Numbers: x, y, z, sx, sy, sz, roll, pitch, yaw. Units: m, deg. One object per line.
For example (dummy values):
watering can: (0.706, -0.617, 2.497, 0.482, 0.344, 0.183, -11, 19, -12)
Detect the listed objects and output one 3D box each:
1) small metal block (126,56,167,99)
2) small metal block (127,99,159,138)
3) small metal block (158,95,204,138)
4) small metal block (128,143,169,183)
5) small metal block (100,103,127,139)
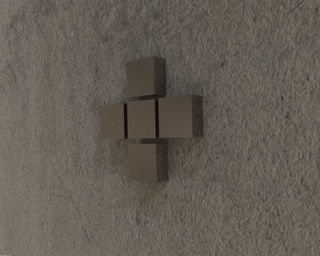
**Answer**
small metal block: (-0.019, -0.067, 0.420, 0.050, 0.025, 0.050, -2, 89, 39)
small metal block: (-0.017, -0.011, 0.419, 0.050, 0.025, 0.050, -2, 89, 39)
small metal block: (0.026, -0.013, 0.384, 0.050, 0.025, 0.050, -2, 89, 39)
small metal block: (-0.016, 0.046, 0.418, 0.050, 0.025, 0.050, -3, 88, 39)
small metal block: (-0.061, -0.009, 0.455, 0.050, 0.025, 0.050, -2, 89, 39)
